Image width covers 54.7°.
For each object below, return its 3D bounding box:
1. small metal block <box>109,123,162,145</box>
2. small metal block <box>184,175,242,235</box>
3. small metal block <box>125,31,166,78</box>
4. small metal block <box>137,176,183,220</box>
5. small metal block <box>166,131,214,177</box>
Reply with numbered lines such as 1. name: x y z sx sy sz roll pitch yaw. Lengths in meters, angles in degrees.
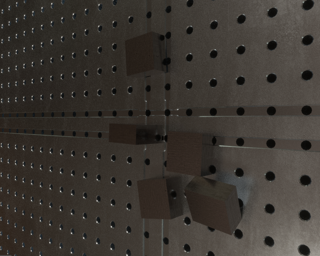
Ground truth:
1. small metal block: -0.033 0.007 0.418 0.050 0.050 0.025 3 92 39
2. small metal block: 0.059 0.085 0.345 0.050 0.025 0.050 10 128 39
3. small metal block: -0.020 -0.099 0.424 0.050 0.025 0.050 -5 87 39
4. small metal block: -0.001 0.092 0.408 0.050 0.025 0.050 -12 83 39
5. small metal block: 0.036 0.030 0.378 0.050 0.025 0.050 4 92 39
